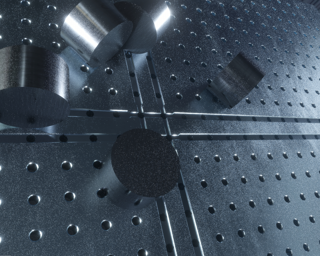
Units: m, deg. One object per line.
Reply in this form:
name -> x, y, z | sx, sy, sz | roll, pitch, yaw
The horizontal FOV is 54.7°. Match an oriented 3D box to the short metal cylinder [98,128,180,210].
short metal cylinder -> -0.024, 0.047, 0.352 | 0.081, 0.050, 0.080 | 14, 56, -21

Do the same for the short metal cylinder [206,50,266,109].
short metal cylinder -> 0.118, -0.075, 0.485 | 0.050, 0.080, 0.080 | 43, 51, 1

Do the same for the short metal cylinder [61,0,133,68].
short metal cylinder -> -0.082, -0.126, 0.407 | 0.050, 0.080, 0.080 | 44, 51, 1

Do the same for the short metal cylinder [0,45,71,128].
short metal cylinder -> -0.136, -0.040, 0.325 | 0.081, 0.080, 0.050 | 4, 60, -27

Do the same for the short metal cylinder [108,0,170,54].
short metal cylinder -> -0.032, -0.156, 0.453 | 0.080, 0.080, 0.050 | 34, 51, -6
